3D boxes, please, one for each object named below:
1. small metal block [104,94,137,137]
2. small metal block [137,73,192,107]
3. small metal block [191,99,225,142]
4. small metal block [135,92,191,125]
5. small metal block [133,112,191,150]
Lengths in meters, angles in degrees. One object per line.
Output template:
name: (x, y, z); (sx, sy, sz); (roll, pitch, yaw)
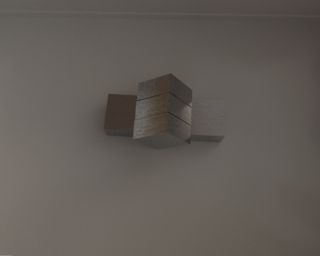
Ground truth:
small metal block: (-0.045, -0.016, 0.413); (0.050, 0.025, 0.050); (4, 70, 1)
small metal block: (0.007, -0.042, 0.399); (0.050, 0.050, 0.025); (-11, 65, 35)
small metal block: (0.058, -0.010, 0.413); (0.050, 0.025, 0.050); (3, 70, 0)
small metal block: (0.005, -0.018, 0.391); (0.050, 0.050, 0.025); (-12, 65, 34)
small metal block: (0.003, 0.005, 0.382); (0.050, 0.050, 0.025); (-12, 65, 34)
